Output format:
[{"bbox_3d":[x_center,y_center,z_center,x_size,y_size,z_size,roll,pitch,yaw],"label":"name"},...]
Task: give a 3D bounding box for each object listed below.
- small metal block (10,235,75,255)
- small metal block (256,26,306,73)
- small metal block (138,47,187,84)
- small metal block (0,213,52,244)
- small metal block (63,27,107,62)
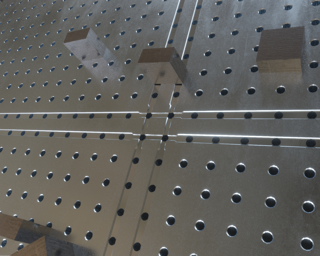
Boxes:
[{"bbox_3d":[-0.138,0.156,0.367,0.050,0.050,0.025,-31,52,8],"label":"small metal block"},{"bbox_3d":[0.152,-0.097,0.388,0.050,0.025,0.050,4,63,29],"label":"small metal block"},{"bbox_3d":[0.004,-0.088,0.443,0.050,0.050,0.025,4,64,30],"label":"small metal block"},{"bbox_3d":[-0.181,0.133,0.404,0.050,0.050,0.025,3,63,29],"label":"small metal block"},{"bbox_3d":[-0.132,-0.147,0.549,0.050,0.050,0.025,-3,61,26],"label":"small metal block"}]
